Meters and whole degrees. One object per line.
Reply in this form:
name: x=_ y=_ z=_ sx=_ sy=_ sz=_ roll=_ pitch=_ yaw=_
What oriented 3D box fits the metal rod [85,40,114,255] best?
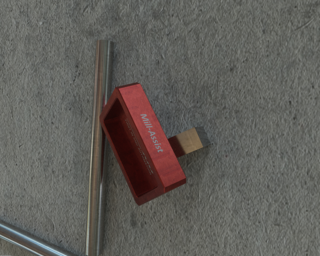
metal rod: x=-0.086 y=0.028 z=0.437 sx=0.025 sy=0.025 sz=0.298 roll=4 pitch=91 yaw=19

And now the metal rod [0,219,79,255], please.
metal rod: x=-0.166 y=0.187 z=0.465 sx=0.301 sy=0.025 sz=0.025 roll=16 pitch=95 yaw=18

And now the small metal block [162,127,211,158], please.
small metal block: x=0.031 y=0.020 z=0.384 sx=0.050 sy=0.050 sz=0.025 roll=-25 pitch=83 yaw=18

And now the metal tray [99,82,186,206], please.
metal tray: x=-0.026 y=0.022 z=0.377 sx=0.130 sy=0.030 sz=0.090 roll=64 pitch=149 yaw=12
